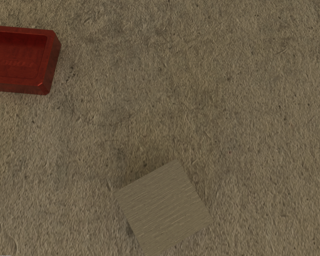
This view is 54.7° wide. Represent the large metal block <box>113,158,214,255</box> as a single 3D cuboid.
[{"bbox_3d":[0.003,0.094,0.361,0.080,0.050,0.080,-28,73,-10],"label":"large metal block"}]

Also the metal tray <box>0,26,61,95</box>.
[{"bbox_3d":[-0.217,-0.098,0.439,0.131,0.030,0.090,5,70,1],"label":"metal tray"}]
